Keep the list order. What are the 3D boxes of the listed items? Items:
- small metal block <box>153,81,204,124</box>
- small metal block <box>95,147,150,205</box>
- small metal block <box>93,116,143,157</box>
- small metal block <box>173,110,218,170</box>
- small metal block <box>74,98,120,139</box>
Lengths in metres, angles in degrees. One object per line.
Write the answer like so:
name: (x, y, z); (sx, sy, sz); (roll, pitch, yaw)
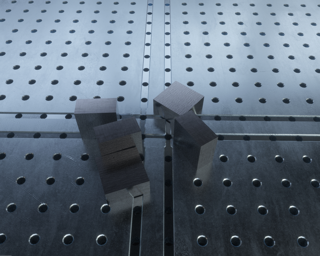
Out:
small metal block: (0.026, -0.034, 0.437); (0.050, 0.025, 0.050); (33, 57, 24)
small metal block: (-0.044, 0.055, 0.361); (0.050, 0.025, 0.050); (-15, 52, -13)
small metal block: (-0.049, 0.017, 0.376); (0.050, 0.050, 0.025); (-16, 52, -14)
small metal block: (0.042, 0.015, 0.379); (0.025, 0.050, 0.050); (-27, 55, -21)
small metal block: (-0.079, -0.012, 0.400); (0.050, 0.050, 0.025); (-2, 50, -2)
